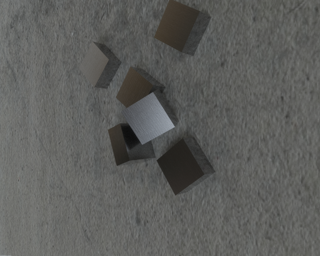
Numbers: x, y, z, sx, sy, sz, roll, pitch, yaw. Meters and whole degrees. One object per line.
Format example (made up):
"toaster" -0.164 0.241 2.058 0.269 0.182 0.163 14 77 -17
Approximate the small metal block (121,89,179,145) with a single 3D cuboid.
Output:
"small metal block" -0.012 -0.014 0.394 0.050 0.025 0.050 -30 97 21

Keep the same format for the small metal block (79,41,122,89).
"small metal block" -0.093 -0.097 0.479 0.050 0.025 0.050 49 119 28

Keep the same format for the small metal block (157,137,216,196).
"small metal block" 0.031 0.046 0.378 0.050 0.025 0.050 -43 64 31

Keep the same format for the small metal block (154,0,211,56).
"small metal block" 0.027 -0.124 0.381 0.050 0.025 0.050 38 113 33

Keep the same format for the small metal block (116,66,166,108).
"small metal block" -0.028 -0.049 0.426 0.050 0.025 0.050 43 116 31

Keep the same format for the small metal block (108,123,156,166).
"small metal block" -0.037 0.021 0.417 0.025 0.050 0.050 -26 74 37
